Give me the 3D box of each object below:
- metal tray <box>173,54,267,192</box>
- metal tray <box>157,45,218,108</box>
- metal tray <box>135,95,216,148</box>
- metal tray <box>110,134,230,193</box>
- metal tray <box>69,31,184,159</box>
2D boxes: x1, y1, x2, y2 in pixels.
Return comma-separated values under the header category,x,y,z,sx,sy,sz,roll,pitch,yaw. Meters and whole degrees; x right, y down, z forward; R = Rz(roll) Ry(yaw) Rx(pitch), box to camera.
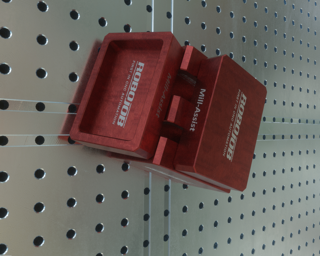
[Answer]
category,x,y,z,sx,sy,sz,roll,pitch,yaw
metal tray,0.072,-0.003,0.347,0.090,0.030,0.130,26,74,-37
metal tray,0.047,-0.055,0.404,0.131,0.090,0.030,26,74,-37
metal tray,0.031,0.001,0.390,0.131,0.090,0.030,25,73,-38
metal tray,0.018,0.044,0.380,0.131,0.090,0.030,27,74,-37
metal tray,-0.035,-0.039,0.333,0.030,0.090,0.130,38,65,-58
